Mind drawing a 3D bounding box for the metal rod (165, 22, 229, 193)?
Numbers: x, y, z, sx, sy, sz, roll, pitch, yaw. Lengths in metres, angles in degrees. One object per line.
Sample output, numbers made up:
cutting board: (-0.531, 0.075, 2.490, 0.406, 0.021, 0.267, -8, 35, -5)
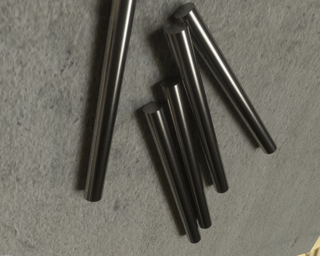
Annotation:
metal rod: (0.062, -0.003, 0.432, 0.025, 0.025, 0.299, -31, 131, -9)

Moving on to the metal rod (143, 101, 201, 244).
metal rod: (0.027, 0.087, 0.477, 0.025, 0.025, 0.299, -27, 128, -12)

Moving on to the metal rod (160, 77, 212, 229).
metal rod: (0.047, 0.058, 0.469, 0.025, 0.025, 0.298, -26, 128, -12)

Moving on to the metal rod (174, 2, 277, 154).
metal rod: (0.108, -0.048, 0.438, 0.025, 0.025, 0.300, -43, 130, 1)

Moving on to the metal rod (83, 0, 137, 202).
metal rod: (-0.057, -0.040, 0.351, 0.025, 0.025, 0.298, -1, 119, -29)
